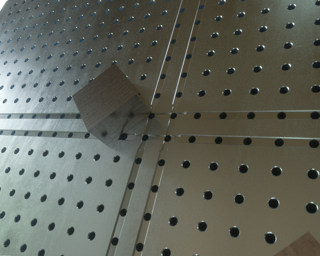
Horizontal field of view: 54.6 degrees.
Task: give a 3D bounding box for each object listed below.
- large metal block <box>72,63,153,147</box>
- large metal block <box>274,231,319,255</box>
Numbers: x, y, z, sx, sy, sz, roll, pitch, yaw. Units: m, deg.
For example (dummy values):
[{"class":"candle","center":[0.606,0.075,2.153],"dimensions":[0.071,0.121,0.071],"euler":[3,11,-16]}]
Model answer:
[{"class":"large metal block","center":[-0.070,-0.034,0.451],"dimensions":[0.080,0.050,0.080],"euler":[-37,51,3]},{"class":"large metal block","center":[0.120,0.133,0.228],"dimensions":[0.050,0.080,0.080],"euler":[-37,51,4]}]
